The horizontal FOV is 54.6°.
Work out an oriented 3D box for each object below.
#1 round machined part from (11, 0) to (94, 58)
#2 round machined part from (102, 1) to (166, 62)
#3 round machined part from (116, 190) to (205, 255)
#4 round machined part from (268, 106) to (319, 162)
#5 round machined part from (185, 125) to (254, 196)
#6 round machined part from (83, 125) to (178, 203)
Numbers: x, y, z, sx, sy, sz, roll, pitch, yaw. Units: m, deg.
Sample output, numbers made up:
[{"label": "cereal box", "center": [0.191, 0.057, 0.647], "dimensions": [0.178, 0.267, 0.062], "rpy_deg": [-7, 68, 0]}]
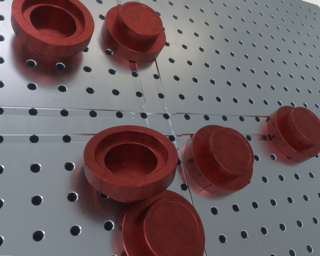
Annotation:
[{"label": "round machined part", "center": [-0.139, -0.130, 0.402], "dimensions": [0.099, 0.042, 0.098], "rpy_deg": [13, 56, -21]}, {"label": "round machined part", "center": [-0.035, -0.152, 0.470], "dimensions": [0.099, 0.042, 0.098], "rpy_deg": [13, 56, -21]}, {"label": "round machined part", "center": [0.007, 0.112, 0.332], "dimensions": [0.099, 0.042, 0.098], "rpy_deg": [13, 56, -21]}, {"label": "round machined part", "center": [0.234, 0.003, 0.520], "dimensions": [0.099, 0.042, 0.098], "rpy_deg": [13, 56, -21]}, {"label": "round machined part", "center": [0.087, 0.038, 0.420], "dimensions": [0.099, 0.042, 0.098], "rpy_deg": [13, 56, -21]}, {"label": "round machined part", "center": [-0.032, 0.042, 0.337], "dimensions": [0.099, 0.042, 0.098], "rpy_deg": [5, 35, -3]}]
